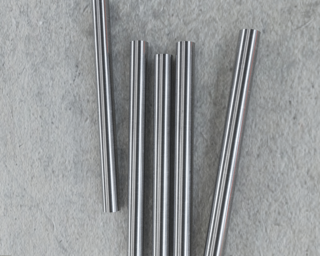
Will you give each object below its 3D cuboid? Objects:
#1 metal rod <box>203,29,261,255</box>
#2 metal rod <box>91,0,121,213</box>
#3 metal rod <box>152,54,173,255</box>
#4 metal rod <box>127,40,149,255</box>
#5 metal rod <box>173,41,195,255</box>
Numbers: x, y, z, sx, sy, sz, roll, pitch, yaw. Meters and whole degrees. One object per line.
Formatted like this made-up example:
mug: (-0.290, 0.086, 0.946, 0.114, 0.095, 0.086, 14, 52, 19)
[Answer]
metal rod: (0.086, 0.032, 0.378, 0.025, 0.025, 0.298, 10, 93, 19)
metal rod: (-0.076, -0.034, 0.434, 0.025, 0.025, 0.298, -4, 89, 19)
metal rod: (0.003, 0.055, 0.407, 0.025, 0.025, 0.298, 1, 90, 19)
metal rod: (-0.030, 0.034, 0.418, 0.025, 0.025, 0.298, 1, 90, 19)
metal rod: (0.031, 0.041, 0.397, 0.025, 0.025, 0.298, 1, 90, 19)
